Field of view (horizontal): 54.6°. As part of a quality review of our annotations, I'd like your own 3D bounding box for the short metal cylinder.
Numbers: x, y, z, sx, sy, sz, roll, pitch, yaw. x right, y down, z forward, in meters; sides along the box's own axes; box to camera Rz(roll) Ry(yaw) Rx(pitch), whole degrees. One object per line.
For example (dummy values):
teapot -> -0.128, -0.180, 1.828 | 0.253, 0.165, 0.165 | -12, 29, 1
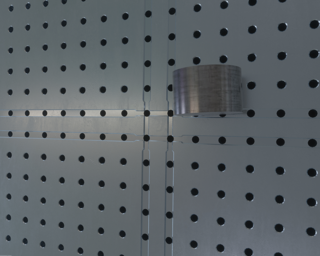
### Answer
short metal cylinder -> 0.055, -0.041, 0.364 | 0.080, 0.080, 0.050 | -2, 89, 20
